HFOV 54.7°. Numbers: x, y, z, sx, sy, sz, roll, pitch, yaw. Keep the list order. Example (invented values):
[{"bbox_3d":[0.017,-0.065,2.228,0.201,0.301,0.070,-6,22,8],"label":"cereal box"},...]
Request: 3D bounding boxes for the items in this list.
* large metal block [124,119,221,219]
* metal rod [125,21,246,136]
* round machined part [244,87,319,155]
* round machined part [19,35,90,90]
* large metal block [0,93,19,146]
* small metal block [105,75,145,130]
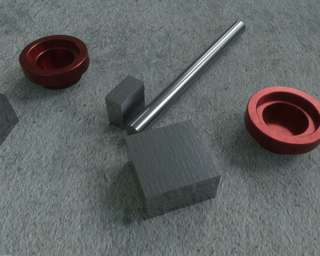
[{"bbox_3d":[0.011,0.045,0.350,0.081,0.050,0.080,-15,52,-12],"label":"large metal block"},{"bbox_3d":[0.053,-0.087,0.476,0.025,0.025,0.301,29,56,22],"label":"metal rod"},{"bbox_3d":[0.157,-0.005,0.397,0.099,0.042,0.098,0,50,0],"label":"round machined part"},{"bbox_3d":[-0.157,-0.096,0.472,0.099,0.042,0.098,0,50,0],"label":"round machined part"},{"bbox_3d":[-0.243,-0.004,0.389,0.080,0.050,0.080,11,51,9],"label":"large metal block"},{"bbox_3d":[-0.045,-0.034,0.415,0.025,0.050,0.050,26,55,20],"label":"small metal block"}]
